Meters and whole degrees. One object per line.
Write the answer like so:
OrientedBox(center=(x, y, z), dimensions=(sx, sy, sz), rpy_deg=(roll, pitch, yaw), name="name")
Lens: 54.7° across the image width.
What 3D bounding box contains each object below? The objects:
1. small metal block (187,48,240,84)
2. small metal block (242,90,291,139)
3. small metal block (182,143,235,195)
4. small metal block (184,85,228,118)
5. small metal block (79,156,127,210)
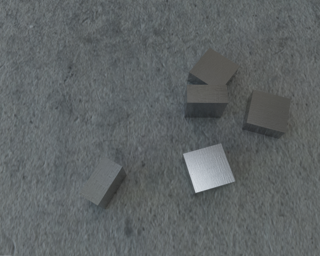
OrientedBox(center=(0.075, -0.077, 0.437), dimensions=(0.050, 0.025, 0.050), rpy_deg=(36, 74, 11), name="small metal block")
OrientedBox(center=(0.143, -0.018, 0.417), dimensions=(0.050, 0.025, 0.050), rpy_deg=(15, 71, 5), name="small metal block")
OrientedBox(center=(0.060, 0.052, 0.390), dimensions=(0.050, 0.025, 0.050), rpy_deg=(-15, 71, -6), name="small metal block")
OrientedBox(center=(0.059, -0.034, 0.408), dimensions=(0.050, 0.050, 0.025), rpy_deg=(0, 70, 0), name="small metal block")
OrientedBox(center=(-0.066, 0.067, 0.370), dimensions=(0.025, 0.050, 0.050), rpy_deg=(28, 72, 9), name="small metal block")
